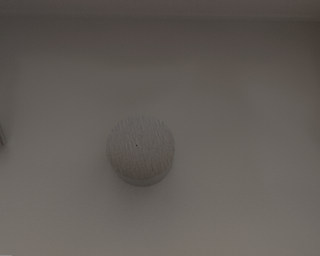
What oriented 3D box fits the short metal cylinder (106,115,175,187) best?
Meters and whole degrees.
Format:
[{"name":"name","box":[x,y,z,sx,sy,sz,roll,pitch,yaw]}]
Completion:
[{"name":"short metal cylinder","box":[-0.023,0.029,0.385,0.081,0.050,0.080,0,70,0]}]

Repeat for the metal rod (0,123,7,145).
[{"name":"metal rod","box":[-0.252,-0.118,0.377,0.025,0.025,0.298,-17,99,-6]}]
